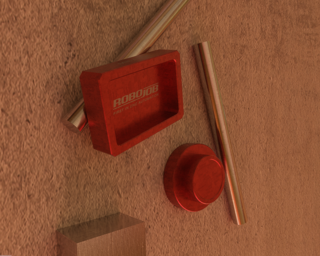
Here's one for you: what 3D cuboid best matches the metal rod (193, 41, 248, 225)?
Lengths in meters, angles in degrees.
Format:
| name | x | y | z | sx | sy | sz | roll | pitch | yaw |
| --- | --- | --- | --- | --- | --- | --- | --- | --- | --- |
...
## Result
| name | x | y | z | sx | sy | sz | roll | pitch | yaw |
| --- | --- | --- | --- | --- | --- | --- | --- | --- | --- |
| metal rod | 0.098 | 0.015 | 0.489 | 0.025 | 0.025 | 0.298 | -24 | 106 | -38 |

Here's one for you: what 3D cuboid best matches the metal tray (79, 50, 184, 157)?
| name | x | y | z | sx | sy | sz | roll | pitch | yaw |
| --- | --- | --- | --- | --- | --- | --- | --- | --- | --- |
| metal tray | -0.024 | -0.035 | 0.358 | 0.131 | 0.030 | 0.089 | -30 | 123 | -44 |

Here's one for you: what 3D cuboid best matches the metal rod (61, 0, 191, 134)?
| name | x | y | z | sx | sy | sz | roll | pitch | yaw |
| --- | --- | --- | --- | --- | --- | --- | --- | --- | --- |
| metal rod | -0.017 | -0.113 | 0.391 | 0.025 | 0.025 | 0.301 | 50 | 60 | -29 |

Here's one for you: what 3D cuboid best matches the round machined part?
| name | x | y | z | sx | sy | sz | roll | pitch | yaw |
| --- | --- | --- | --- | --- | --- | --- | --- | --- | --- |
| round machined part | 0.056 | 0.071 | 0.443 | 0.099 | 0.042 | 0.097 | 0 | 90 | -40 |

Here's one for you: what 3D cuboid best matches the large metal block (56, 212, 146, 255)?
| name | x | y | z | sx | sy | sz | roll | pitch | yaw |
| --- | --- | --- | --- | --- | --- | --- | --- | --- | --- |
| large metal block | -0.062 | 0.146 | 0.338 | 0.081 | 0.050 | 0.079 | -4 | 93 | -40 |
